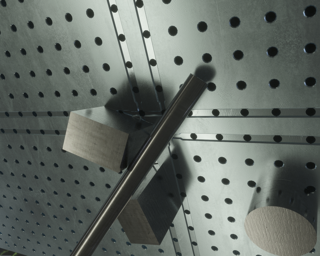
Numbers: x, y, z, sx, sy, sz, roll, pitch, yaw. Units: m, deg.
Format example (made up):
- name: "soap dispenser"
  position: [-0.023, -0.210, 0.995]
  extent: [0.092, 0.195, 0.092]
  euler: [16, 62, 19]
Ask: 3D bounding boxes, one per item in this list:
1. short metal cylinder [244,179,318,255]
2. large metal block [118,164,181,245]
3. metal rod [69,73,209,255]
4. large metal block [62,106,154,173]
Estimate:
- name: "short metal cylinder"
  position: [0.150, 0.111, 0.384]
  extent: [0.080, 0.050, 0.079]
  euler: [13, 124, 20]
- name: "large metal block"
  position: [-0.019, 0.110, 0.452]
  extent: [0.050, 0.080, 0.080]
  euler: [-10, 114, 32]
- name: "metal rod"
  position: [-0.036, 0.065, 0.387]
  extent: [0.025, 0.025, 0.299]
  euler: [35, 103, 5]
- name: "large metal block"
  position: [-0.065, 0.011, 0.407]
  extent: [0.080, 0.080, 0.050]
  euler: [20, 105, 16]
